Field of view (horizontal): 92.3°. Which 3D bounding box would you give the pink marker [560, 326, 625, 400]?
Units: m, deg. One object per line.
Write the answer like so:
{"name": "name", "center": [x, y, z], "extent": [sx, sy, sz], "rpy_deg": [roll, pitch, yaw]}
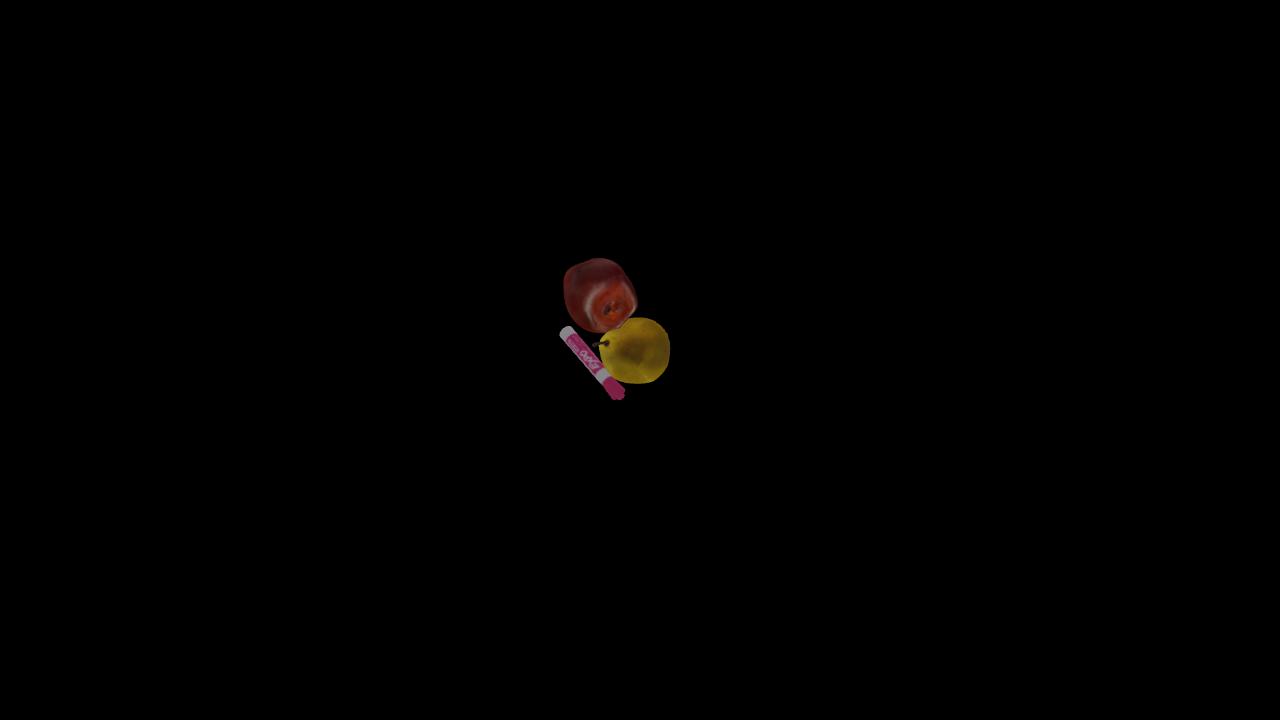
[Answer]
{"name": "pink marker", "center": [-0.056, 0.004, 0.726], "extent": [0.020, 0.020, 0.121], "rpy_deg": [0, 40, -50]}

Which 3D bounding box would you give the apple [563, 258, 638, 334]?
{"name": "apple", "center": [-0.046, -0.070, 0.655], "extent": [0.079, 0.079, 0.093], "rpy_deg": [0, 28, -24]}

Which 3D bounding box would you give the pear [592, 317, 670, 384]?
{"name": "pear", "center": [-0.012, -0.015, 0.660], "extent": [0.080, 0.080, 0.111], "rpy_deg": [0, -10, 18]}
